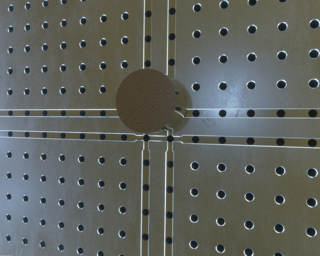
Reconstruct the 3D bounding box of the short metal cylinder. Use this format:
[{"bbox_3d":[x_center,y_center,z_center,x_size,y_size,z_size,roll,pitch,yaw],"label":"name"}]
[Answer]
[{"bbox_3d":[-0.010,-0.033,0.403,0.080,0.050,0.080,0,90,20],"label":"short metal cylinder"}]
